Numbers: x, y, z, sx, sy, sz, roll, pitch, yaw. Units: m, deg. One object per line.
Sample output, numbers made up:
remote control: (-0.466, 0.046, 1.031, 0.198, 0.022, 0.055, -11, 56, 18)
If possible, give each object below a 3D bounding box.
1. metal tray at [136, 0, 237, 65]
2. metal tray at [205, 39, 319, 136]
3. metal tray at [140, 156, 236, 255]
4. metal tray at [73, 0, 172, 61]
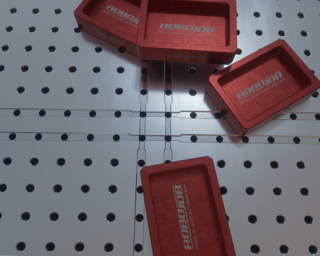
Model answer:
metal tray: (0.037, -0.137, 0.427, 0.131, 0.030, 0.090, 4, 70, 1)
metal tray: (0.142, -0.058, 0.431, 0.131, 0.030, 0.090, -29, 73, -11)
metal tray: (0.031, 0.105, 0.370, 0.091, 0.030, 0.129, -9, 70, -4)
metal tray: (-0.050, -0.169, 0.469, 0.130, 0.030, 0.090, 28, 72, 9)
